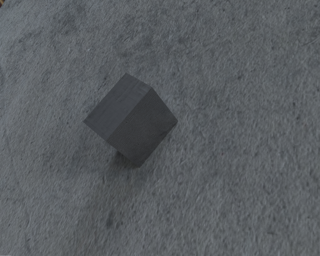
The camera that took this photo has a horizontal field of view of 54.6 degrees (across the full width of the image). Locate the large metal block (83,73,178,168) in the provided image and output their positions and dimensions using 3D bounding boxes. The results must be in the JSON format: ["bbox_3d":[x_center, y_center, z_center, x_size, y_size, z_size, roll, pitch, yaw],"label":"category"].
[{"bbox_3d":[-0.034,-0.008,0.393,0.050,0.080,0.080,34,81,38],"label":"large metal block"}]
